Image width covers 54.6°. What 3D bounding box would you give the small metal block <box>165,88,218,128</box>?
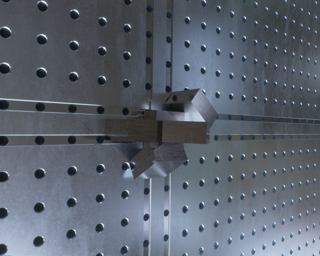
[{"bbox_3d":[0.044,-0.026,0.428,0.050,0.050,0.025,51,60,-28],"label":"small metal block"}]

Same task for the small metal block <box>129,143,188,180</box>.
[{"bbox_3d":[-0.002,0.041,0.387,0.050,0.050,0.025,2,58,-40],"label":"small metal block"}]

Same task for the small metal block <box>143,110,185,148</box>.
[{"bbox_3d":[0.006,0.003,0.413,0.050,0.025,0.050,2,89,-41],"label":"small metal block"}]

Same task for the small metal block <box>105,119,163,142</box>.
[{"bbox_3d":[-0.030,0.003,0.366,0.050,0.050,0.025,2,89,-39],"label":"small metal block"}]

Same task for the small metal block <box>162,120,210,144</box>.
[{"bbox_3d":[0.033,0.005,0.374,0.050,0.050,0.025,7,85,-77],"label":"small metal block"}]
